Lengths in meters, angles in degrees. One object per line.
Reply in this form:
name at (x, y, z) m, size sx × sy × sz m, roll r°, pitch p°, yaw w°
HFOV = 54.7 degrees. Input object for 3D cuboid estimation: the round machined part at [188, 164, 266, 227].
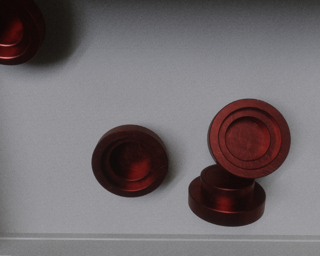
round machined part at (0.086, 0.080, 0.402) m, size 0.099 × 0.098 × 0.042 m, roll -1°, pitch 110°, yaw 0°

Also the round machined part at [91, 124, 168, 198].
round machined part at (-0.039, 0.041, 0.417) m, size 0.099 × 0.042 × 0.097 m, roll 0°, pitch 110°, yaw 0°

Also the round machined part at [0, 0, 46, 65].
round machined part at (-0.176, -0.121, 0.342) m, size 0.099 × 0.042 × 0.097 m, roll 2°, pitch 138°, yaw 2°

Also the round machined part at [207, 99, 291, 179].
round machined part at (0.109, 0.014, 0.395) m, size 0.099 × 0.042 × 0.097 m, roll 0°, pitch 84°, yaw 1°
